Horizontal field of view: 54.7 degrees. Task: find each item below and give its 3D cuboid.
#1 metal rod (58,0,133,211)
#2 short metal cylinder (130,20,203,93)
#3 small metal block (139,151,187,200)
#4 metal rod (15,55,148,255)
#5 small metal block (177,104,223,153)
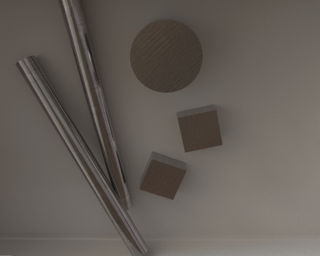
[{"bbox_3d":[-0.079,-0.023,0.401,0.025,0.025,0.298,-10,110,3],"label":"metal rod"},{"bbox_3d":[0.007,-0.087,0.366,0.081,0.050,0.079,0,110,-1],"label":"short metal cylinder"},{"bbox_3d":[0.004,0.067,0.436,0.050,0.025,0.050,19,109,-8],"label":"small metal block"},{"bbox_3d":[-0.096,0.046,0.409,0.025,0.025,0.299,-26,102,9],"label":"metal rod"},{"bbox_3d":[0.052,0.001,0.412,0.050,0.025,0.050,-12,110,4],"label":"small metal block"}]
